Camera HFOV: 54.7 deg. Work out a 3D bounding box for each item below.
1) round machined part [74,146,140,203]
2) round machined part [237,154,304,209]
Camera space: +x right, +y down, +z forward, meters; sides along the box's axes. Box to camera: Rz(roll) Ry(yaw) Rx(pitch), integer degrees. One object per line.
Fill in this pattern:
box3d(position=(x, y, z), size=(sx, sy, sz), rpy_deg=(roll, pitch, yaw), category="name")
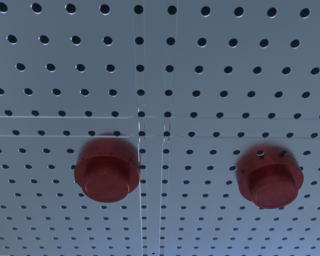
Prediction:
box3d(position=(-0.079, 0.075, 0.464), size=(0.099, 0.042, 0.097), rpy_deg=(0, 130, 0), category="round machined part")
box3d(position=(0.172, 0.089, 0.479), size=(0.099, 0.042, 0.097), rpy_deg=(-1, 130, 0), category="round machined part")
